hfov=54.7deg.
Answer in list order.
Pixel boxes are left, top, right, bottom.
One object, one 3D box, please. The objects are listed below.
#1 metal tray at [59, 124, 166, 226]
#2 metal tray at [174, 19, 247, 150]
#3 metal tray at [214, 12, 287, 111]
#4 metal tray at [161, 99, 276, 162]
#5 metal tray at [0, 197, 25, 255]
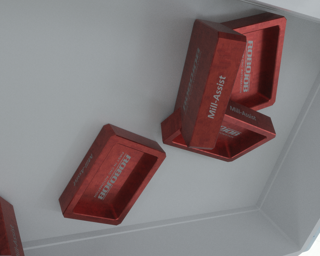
[{"bbox_3d":[-0.063,0.067,0.413,0.090,0.030,0.129,24,105,-37],"label":"metal tray"},{"bbox_3d":[0.051,-0.052,0.359,0.030,0.090,0.129,6,116,-13],"label":"metal tray"},{"bbox_3d":[0.119,-0.081,0.422,0.091,0.030,0.129,-19,126,-18],"label":"metal tray"},{"bbox_3d":[0.079,0.003,0.418,0.131,0.030,0.090,18,141,-31],"label":"metal tray"},{"bbox_3d":[-0.193,0.145,0.323,0.090,0.130,0.030,-30,140,-10],"label":"metal tray"}]
